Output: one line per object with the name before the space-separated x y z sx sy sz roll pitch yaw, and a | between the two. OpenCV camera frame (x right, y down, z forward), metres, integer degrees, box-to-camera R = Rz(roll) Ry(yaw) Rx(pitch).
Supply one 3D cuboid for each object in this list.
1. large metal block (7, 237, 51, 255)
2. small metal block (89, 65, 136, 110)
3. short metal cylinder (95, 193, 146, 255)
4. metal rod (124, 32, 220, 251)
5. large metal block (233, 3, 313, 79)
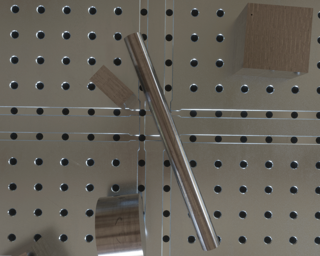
large metal block | -0.178 0.203 0.399 0.080 0.050 0.080 -29 90 0
small metal block | -0.059 -0.051 0.400 0.050 0.050 0.025 43 90 -1
short metal cylinder | -0.047 0.124 0.385 0.050 0.080 0.079 -6 90 0
metal rod | 0.016 0.018 0.413 0.025 0.025 0.299 -21 90 0
large metal block | 0.144 -0.110 0.403 0.081 0.050 0.079 4 90 -1
